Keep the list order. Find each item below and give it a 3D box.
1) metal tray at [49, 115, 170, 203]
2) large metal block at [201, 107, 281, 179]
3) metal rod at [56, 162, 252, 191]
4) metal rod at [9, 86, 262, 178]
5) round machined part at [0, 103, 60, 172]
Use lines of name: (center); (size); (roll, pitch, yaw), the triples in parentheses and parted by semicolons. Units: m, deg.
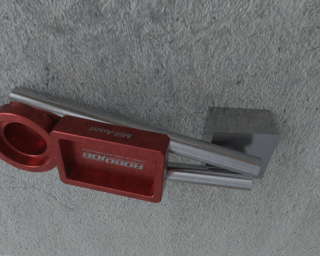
metal tray: (-0.057, 0.039, 0.370); (0.131, 0.030, 0.089); (10, 131, 7)
large metal block: (0.100, 0.020, 0.409); (0.081, 0.050, 0.079); (3, 130, -3)
metal rod: (-0.035, 0.052, 0.410); (0.301, 0.025, 0.025); (5, 131, 11)
metal rod: (-0.030, 0.004, 0.369); (0.302, 0.025, 0.025); (16, 129, 2)
round machined part: (-0.166, 0.008, 0.395); (0.099, 0.042, 0.097); (6, 130, 8)
